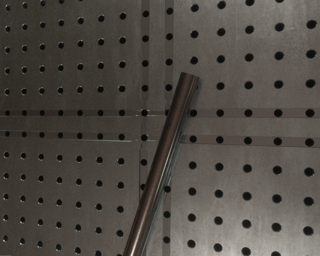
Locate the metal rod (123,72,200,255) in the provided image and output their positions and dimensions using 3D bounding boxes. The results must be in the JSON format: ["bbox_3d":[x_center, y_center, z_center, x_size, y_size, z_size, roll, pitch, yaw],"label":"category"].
[{"bbox_3d":[-0.006,0.073,0.413,0.025,0.025,0.298,20,96,18],"label":"metal rod"}]
